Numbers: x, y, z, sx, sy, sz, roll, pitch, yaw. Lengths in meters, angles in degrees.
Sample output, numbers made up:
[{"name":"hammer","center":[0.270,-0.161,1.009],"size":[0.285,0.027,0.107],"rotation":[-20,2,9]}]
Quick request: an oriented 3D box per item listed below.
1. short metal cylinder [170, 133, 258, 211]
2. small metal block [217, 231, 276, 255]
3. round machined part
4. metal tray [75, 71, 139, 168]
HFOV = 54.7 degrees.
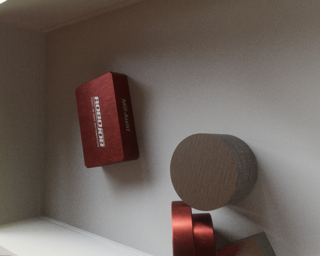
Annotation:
[{"name":"short metal cylinder","center":[0.058,0.046,0.339],"size":[0.080,0.050,0.080],"rotation":[-2,86,38]},{"name":"small metal block","center":[0.096,0.144,0.327],"size":[0.050,0.025,0.050],"rotation":[-35,69,34]},{"name":"round machined part","center":[0.037,0.129,0.340],"size":[0.042,0.098,0.097],"rotation":[-3,88,3]},{"name":"metal tray","center":[-0.082,-0.010,0.469],"size":[0.090,0.030,0.129],"rotation":[-15,80,38]}]
